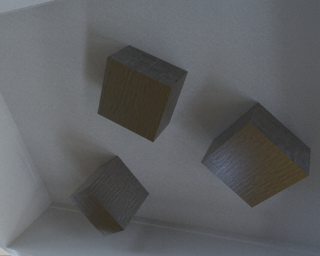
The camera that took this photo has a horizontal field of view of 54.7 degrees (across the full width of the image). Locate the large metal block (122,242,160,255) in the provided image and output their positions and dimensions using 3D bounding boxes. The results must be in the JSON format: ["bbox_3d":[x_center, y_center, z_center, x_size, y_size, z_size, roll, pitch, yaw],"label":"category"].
[{"bbox_3d":[-0.032,0.271,0.577,0.080,0.050,0.080,46,129,-4],"label":"large metal block"}]

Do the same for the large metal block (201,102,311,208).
[{"bbox_3d":[0.109,0.032,0.354,0.080,0.050,0.080,42,129,-1],"label":"large metal block"}]

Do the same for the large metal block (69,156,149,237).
[{"bbox_3d":[-0.075,0.104,0.475,0.050,0.080,0.080,-30,102,37],"label":"large metal block"}]

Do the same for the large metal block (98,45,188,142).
[{"bbox_3d":[-0.023,-0.042,0.377,0.080,0.050,0.079,27,128,11],"label":"large metal block"}]
